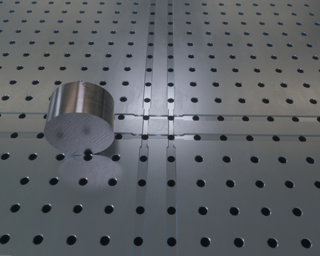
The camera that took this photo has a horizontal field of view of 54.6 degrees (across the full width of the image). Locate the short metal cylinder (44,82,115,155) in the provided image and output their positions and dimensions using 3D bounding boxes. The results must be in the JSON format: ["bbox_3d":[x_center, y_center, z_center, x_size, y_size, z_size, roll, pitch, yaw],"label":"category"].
[{"bbox_3d":[-0.096,-0.010,0.380,0.080,0.080,0.050,-4,50,-3],"label":"short metal cylinder"}]
